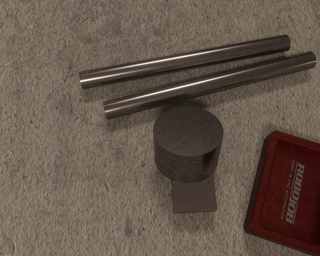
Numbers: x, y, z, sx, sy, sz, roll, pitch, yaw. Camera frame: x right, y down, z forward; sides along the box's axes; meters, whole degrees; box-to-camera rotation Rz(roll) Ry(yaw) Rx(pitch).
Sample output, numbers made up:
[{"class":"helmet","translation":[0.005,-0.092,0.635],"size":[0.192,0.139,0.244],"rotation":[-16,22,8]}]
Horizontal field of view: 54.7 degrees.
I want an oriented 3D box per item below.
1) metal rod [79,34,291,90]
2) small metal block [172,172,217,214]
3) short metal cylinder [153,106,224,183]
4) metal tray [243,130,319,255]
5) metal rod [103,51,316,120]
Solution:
[{"class":"metal rod","translation":[0.038,-0.095,0.443],"size":[0.302,0.025,0.025],"rotation":[-11,71,-5]},{"class":"small metal block","translation":[0.041,0.078,0.380],"size":[0.050,0.025,0.050],"rotation":[-2,70,-1]},{"class":"short metal cylinder","translation":[0.033,0.019,0.373],"size":[0.081,0.050,0.080],"rotation":[0,45,1]},{"class":"metal tray","translation":[0.164,0.077,0.379],"size":[0.090,0.030,0.130],"rotation":[18,71,6]},{"class":"metal rod","translation":[0.072,-0.061,0.431],"size":[0.302,0.025,0.025],"rotation":[-15,71,-6]}]
